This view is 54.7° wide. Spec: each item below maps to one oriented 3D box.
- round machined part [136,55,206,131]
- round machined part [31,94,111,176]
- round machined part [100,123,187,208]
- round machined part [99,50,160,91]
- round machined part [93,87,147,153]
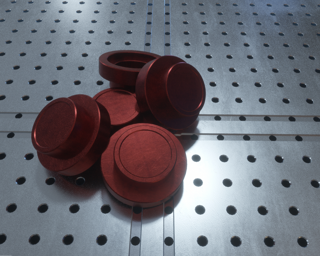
[{"bbox_3d":[0.021,-0.046,0.397,0.042,0.098,0.098,-9,33,50],"label":"round machined part"},{"bbox_3d":[-0.110,0.003,0.361,0.098,0.042,0.098,-13,61,26],"label":"round machined part"},{"bbox_3d":[-0.018,0.036,0.350,0.099,0.042,0.098,3,61,-6],"label":"round machined part"},{"bbox_3d":[-0.038,-0.078,0.447,0.099,0.042,0.098,5,29,-2],"label":"round machined part"},{"bbox_3d":[-0.056,-0.016,0.408,0.099,0.042,0.098,0,50,0],"label":"round machined part"}]
